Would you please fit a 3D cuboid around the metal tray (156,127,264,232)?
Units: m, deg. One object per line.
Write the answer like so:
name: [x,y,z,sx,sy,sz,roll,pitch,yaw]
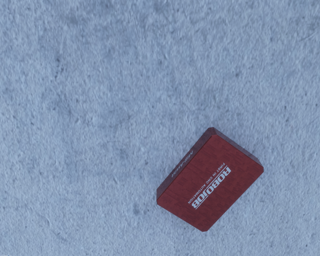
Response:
metal tray: [0.067,0.075,0.435,0.090,0.030,0.130,34,106,-12]
